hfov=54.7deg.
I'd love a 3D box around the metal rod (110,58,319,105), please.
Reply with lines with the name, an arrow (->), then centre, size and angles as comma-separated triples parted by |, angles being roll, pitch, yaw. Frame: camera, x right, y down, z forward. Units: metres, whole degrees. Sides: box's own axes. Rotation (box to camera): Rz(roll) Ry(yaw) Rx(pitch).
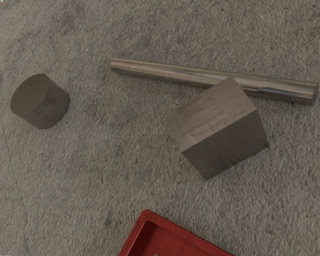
metal rod -> 0.049, -0.070, 0.420 | 0.300, 0.025, 0.025 | 15, 70, 34

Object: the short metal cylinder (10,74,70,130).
short metal cylinder -> -0.200, -0.044, 0.520 | 0.080, 0.050, 0.080 | -13, 56, 21

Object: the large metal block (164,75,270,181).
large metal block -> 0.063, 0.004, 0.333 | 0.080, 0.080, 0.050 | -31, 52, 8

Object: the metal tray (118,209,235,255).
metal tray -> 0.018, 0.147, 0.300 | 0.130, 0.030, 0.090 | 19, 71, 35
